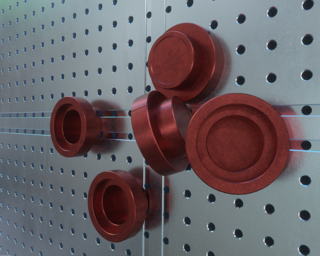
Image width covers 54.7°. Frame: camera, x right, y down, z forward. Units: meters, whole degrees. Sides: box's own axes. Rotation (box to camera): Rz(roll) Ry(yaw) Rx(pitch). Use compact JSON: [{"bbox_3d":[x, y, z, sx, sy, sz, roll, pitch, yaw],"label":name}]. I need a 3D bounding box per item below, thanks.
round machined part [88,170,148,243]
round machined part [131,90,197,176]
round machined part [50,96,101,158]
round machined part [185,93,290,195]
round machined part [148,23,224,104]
[{"bbox_3d":[-0.056,0.108,0.442,0.098,0.042,0.097,0,90,39],"label":"round machined part"},{"bbox_3d":[0.012,0.002,0.353,0.042,0.098,0.098,-21,77,22],"label":"round machined part"},{"bbox_3d":[-0.134,-0.002,0.506,0.098,0.042,0.097,0,90,39],"label":"round machined part"},{"bbox_3d":[0.075,0.016,0.315,0.099,0.042,0.097,0,85,5],"label":"round machined part"},{"bbox_3d":[0.024,-0.079,0.377,0.098,0.042,0.097,0,90,39],"label":"round machined part"}]
